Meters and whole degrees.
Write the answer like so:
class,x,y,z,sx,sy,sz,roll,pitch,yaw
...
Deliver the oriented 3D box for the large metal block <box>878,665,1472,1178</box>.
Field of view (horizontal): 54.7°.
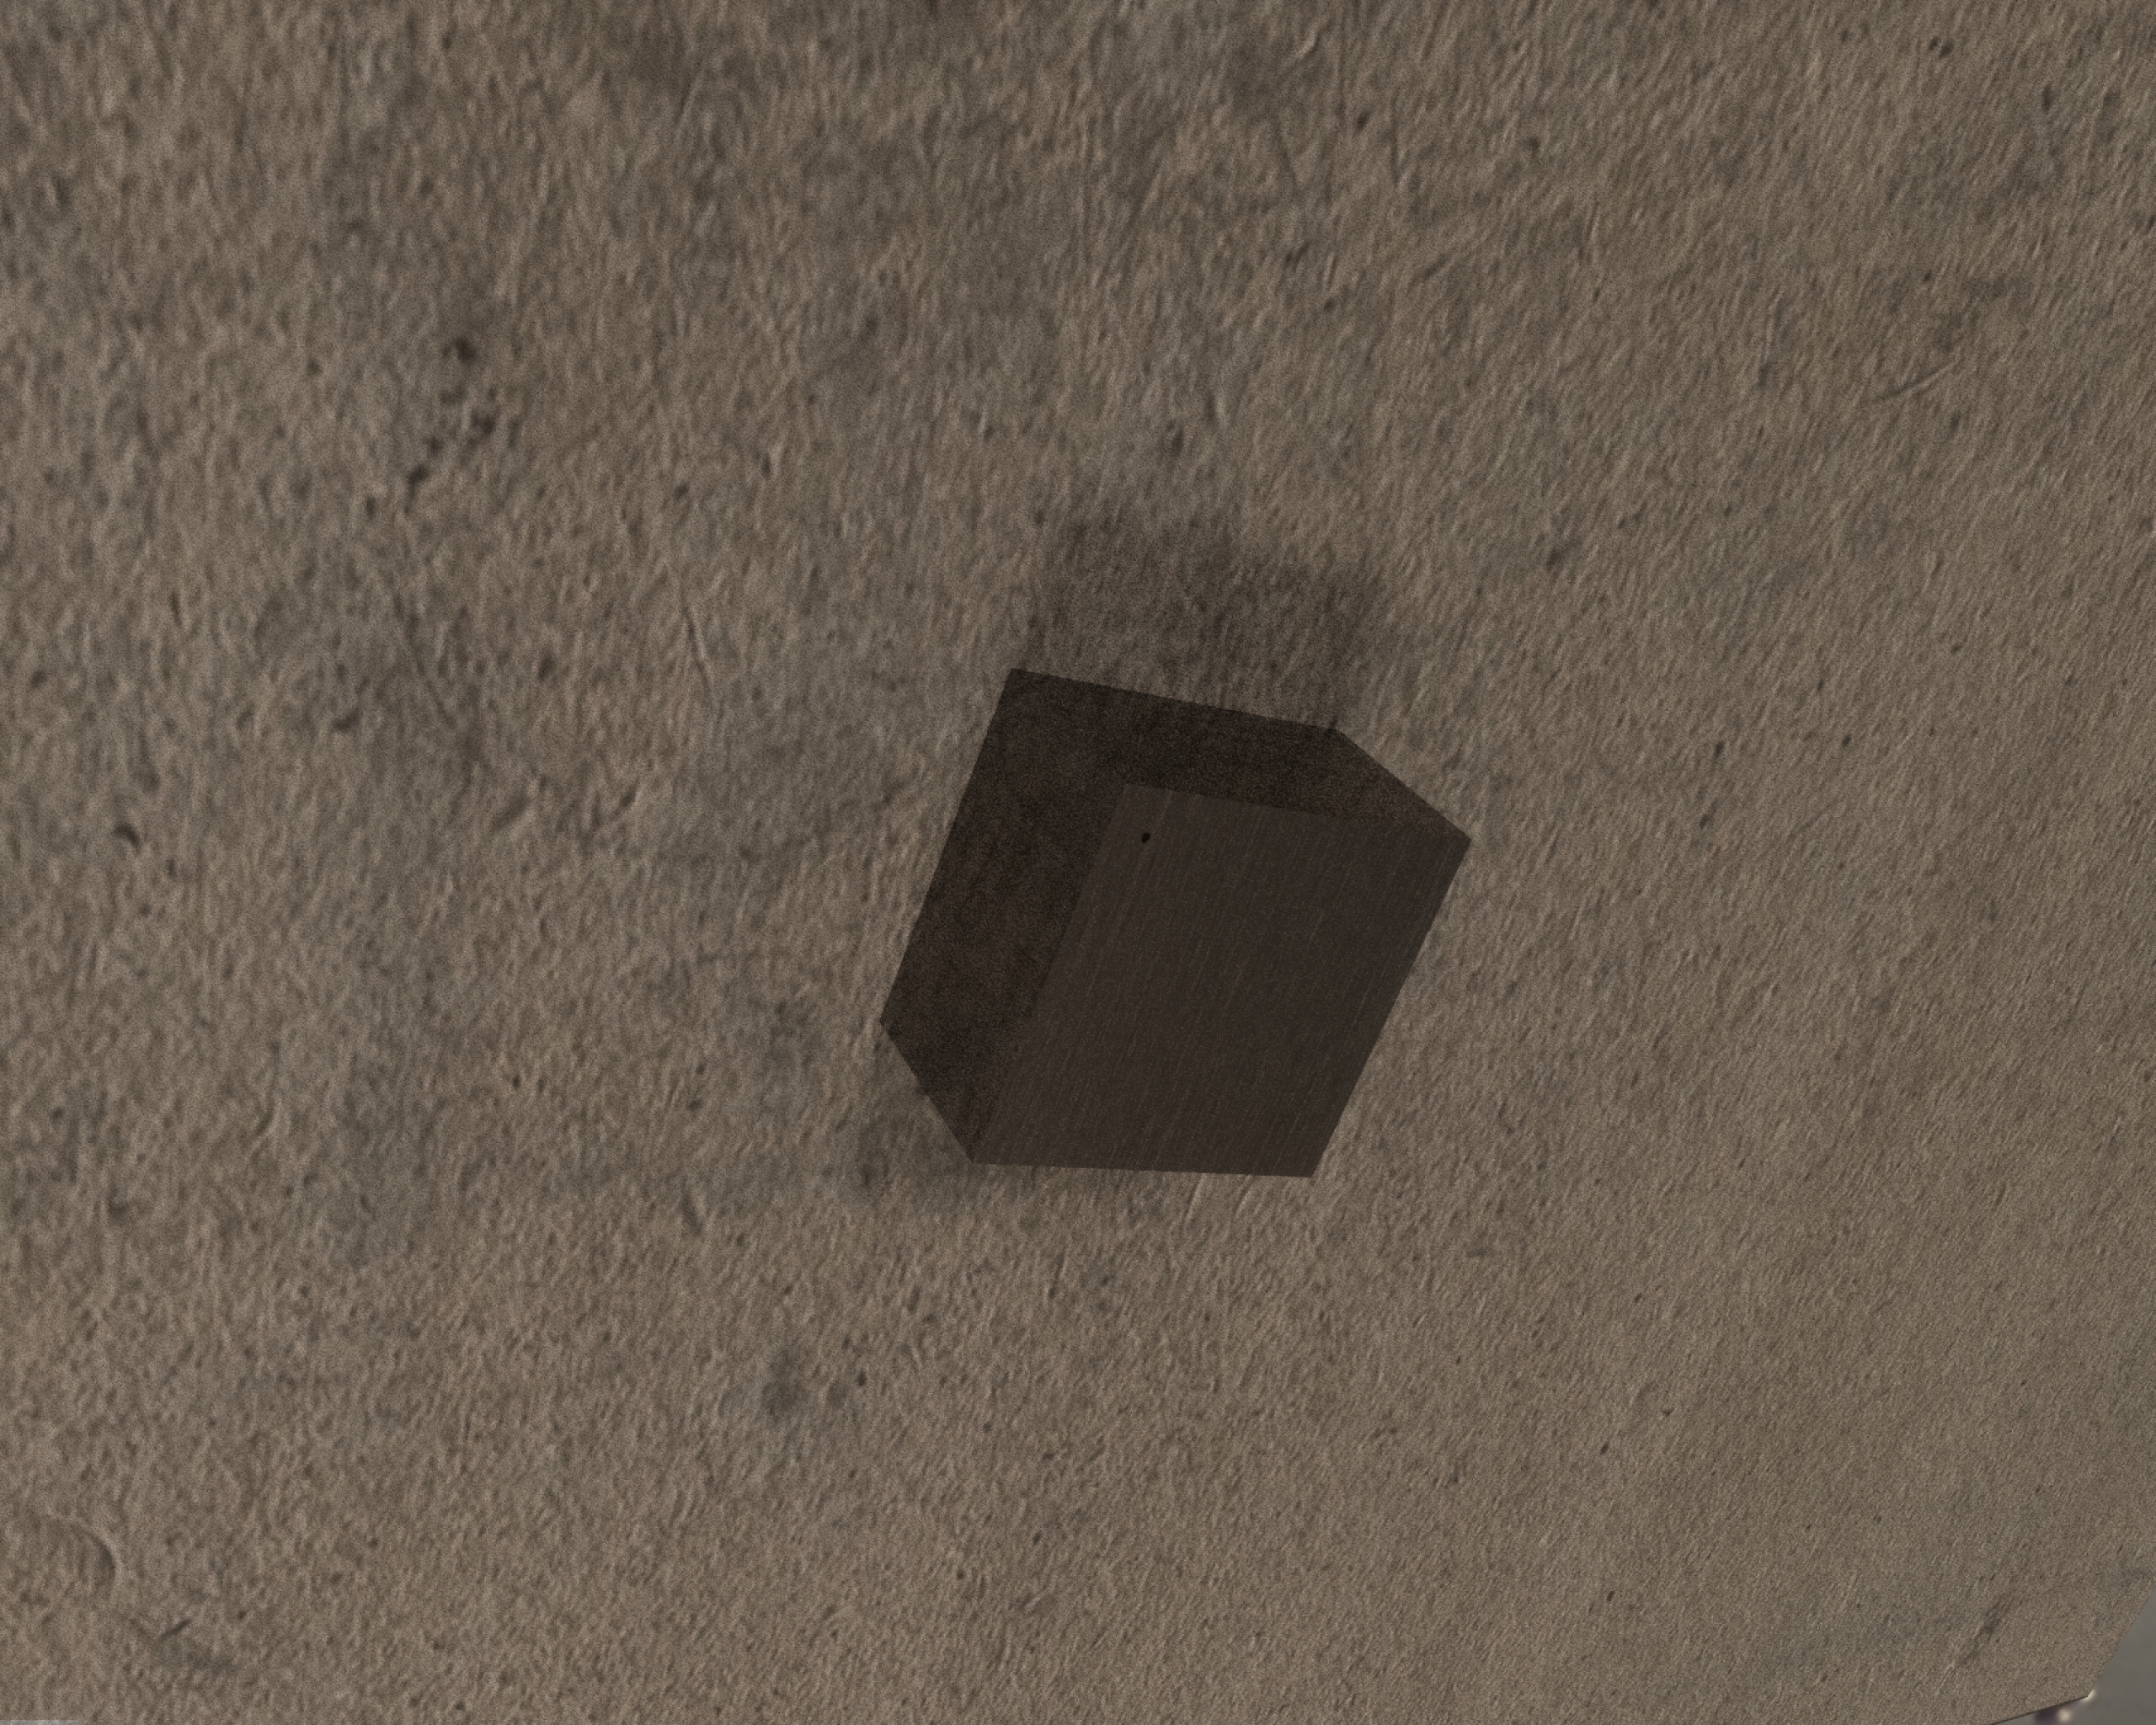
class,x,y,z,sx,sy,sz,roll,pitch,yaw
large metal block,0.018,0.014,0.412,0.081,0.050,0.079,8,114,-32
